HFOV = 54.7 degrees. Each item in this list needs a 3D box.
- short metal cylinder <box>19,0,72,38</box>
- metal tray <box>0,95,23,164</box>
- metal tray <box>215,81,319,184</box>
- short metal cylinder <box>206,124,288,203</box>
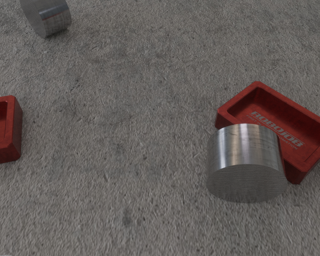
[{"bbox_3d":[-0.199,-0.204,0.538,0.050,0.080,0.080,-35,59,-26],"label":"short metal cylinder"},{"bbox_3d":[-0.247,0.009,0.390,0.131,0.030,0.090,-11,51,-9],"label":"metal tray"},{"bbox_3d":[0.149,0.000,0.400,0.091,0.030,0.130,-35,59,-26],"label":"metal tray"},{"bbox_3d":[0.091,0.040,0.334,0.080,0.080,0.050,5,50,4],"label":"short metal cylinder"}]
